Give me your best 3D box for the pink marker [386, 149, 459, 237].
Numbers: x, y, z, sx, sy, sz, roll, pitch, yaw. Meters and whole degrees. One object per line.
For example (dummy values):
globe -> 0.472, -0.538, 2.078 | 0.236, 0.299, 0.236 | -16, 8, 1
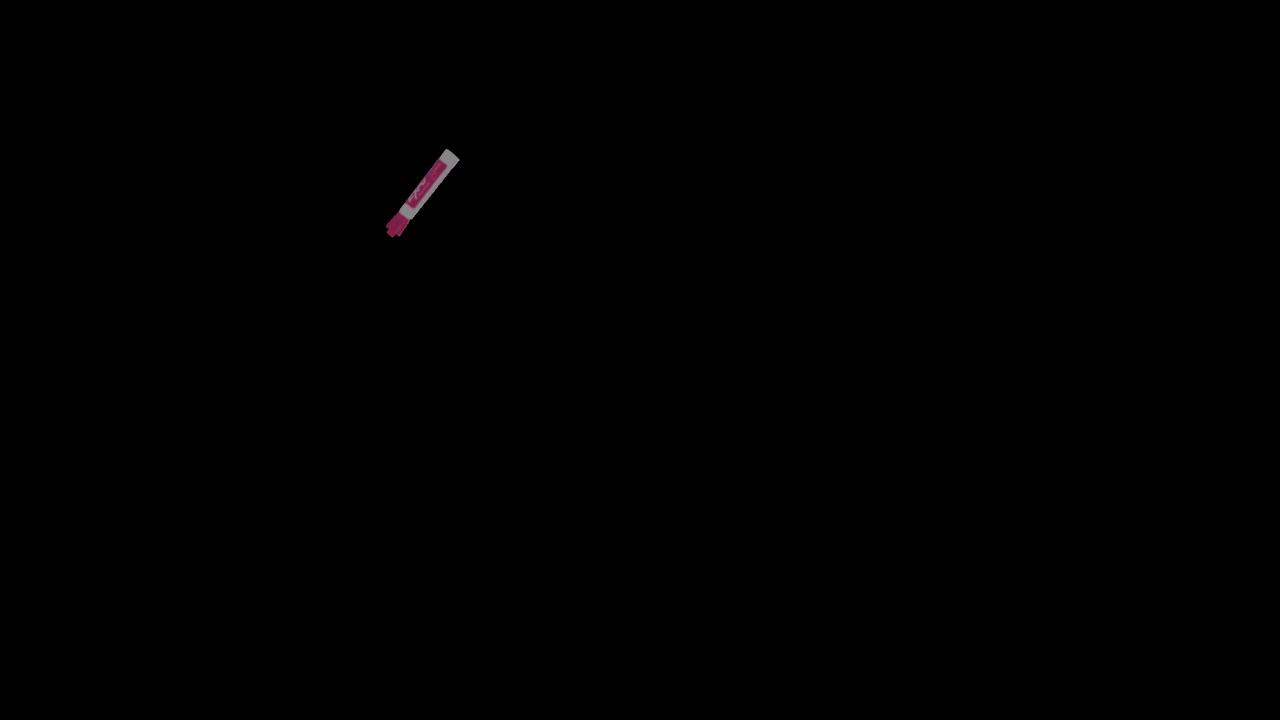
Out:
pink marker -> -0.256, -0.193, 0.719 | 0.020, 0.121, 0.020 | 38, -1, 1
